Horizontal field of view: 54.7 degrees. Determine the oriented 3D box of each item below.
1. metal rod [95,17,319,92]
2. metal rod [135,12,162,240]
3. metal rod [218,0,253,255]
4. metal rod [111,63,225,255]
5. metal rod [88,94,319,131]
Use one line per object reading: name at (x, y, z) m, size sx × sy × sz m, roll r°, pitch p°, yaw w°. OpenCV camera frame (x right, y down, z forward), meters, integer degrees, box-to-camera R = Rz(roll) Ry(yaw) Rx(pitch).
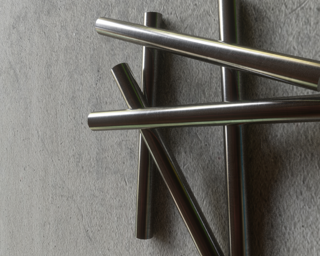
metal rod at (0.028, -0.093, 0.347) m, size 0.300 × 0.025 × 0.025 m, roll 25°, pitch 106°, yaw 37°
metal rod at (-0.015, -0.002, 0.417) m, size 0.025 × 0.025 × 0.298 m, roll 4°, pitch 93°, yaw 40°
metal rod at (0.081, 0.001, 0.337) m, size 0.025 × 0.025 × 0.298 m, roll -4°, pitch 88°, yaw 40°
metal rod at (0.013, 0.052, 0.374) m, size 0.025 × 0.025 × 0.299 m, roll -36°, pitch 75°, yaw 34°
metal rod at (0.050, -0.014, 0.324) m, size 0.300 × 0.025 × 0.025 m, roll -2°, pitch 89°, yaw 27°
